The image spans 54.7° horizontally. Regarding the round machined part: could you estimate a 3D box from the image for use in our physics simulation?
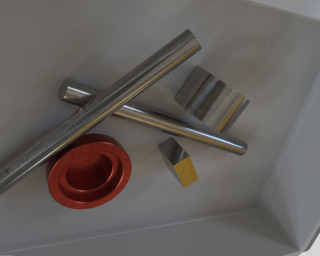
[{"bbox_3d":[-0.088,0.048,0.380,0.099,0.042,0.097,-14,125,-21],"label":"round machined part"}]

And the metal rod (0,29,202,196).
[{"bbox_3d":[-0.087,-0.004,0.330,0.300,0.025,0.025,-35,130,6],"label":"metal rod"}]

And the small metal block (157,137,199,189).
[{"bbox_3d":[0.025,0.049,0.438,0.025,0.050,0.050,-31,129,-9],"label":"small metal block"}]

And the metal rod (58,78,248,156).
[{"bbox_3d":[0.015,-0.004,0.415,0.302,0.025,0.025,17,109,-36],"label":"metal rod"}]

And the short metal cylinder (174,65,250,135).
[{"bbox_3d":[0.064,-0.035,0.388,0.080,0.080,0.050,25,104,-37],"label":"short metal cylinder"}]
